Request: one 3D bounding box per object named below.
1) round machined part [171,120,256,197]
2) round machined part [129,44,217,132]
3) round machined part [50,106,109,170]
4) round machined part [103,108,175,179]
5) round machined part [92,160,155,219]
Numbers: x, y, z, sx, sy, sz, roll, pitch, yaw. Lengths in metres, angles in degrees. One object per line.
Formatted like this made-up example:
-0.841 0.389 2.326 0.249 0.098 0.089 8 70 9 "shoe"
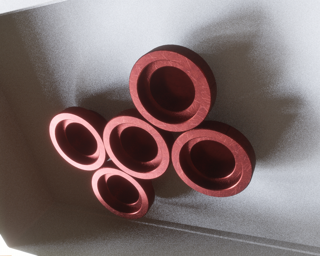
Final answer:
0.067 0.033 0.379 0.098 0.042 0.097 13 124 21 "round machined part"
0.018 -0.048 0.356 0.098 0.042 0.097 13 124 21 "round machined part"
-0.111 0.011 0.460 0.098 0.042 0.097 13 124 21 "round machined part"
-0.023 0.017 0.416 0.098 0.042 0.097 13 124 21 "round machined part"
-0.052 0.088 0.476 0.098 0.042 0.097 13 124 21 "round machined part"
